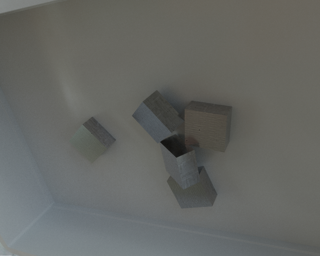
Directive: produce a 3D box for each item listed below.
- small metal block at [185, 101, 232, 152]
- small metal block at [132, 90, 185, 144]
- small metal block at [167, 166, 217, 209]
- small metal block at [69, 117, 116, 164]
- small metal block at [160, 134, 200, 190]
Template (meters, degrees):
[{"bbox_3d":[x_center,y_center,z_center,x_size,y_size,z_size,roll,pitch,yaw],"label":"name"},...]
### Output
[{"bbox_3d":[0.058,-0.002,0.377,0.050,0.025,0.050,11,123,22],"label":"small metal block"},{"bbox_3d":[-0.003,-0.013,0.389,0.050,0.025,0.050,47,154,0],"label":"small metal block"},{"bbox_3d":[0.046,0.085,0.437,0.050,0.025,0.050,-14,111,34],"label":"small metal block"},{"bbox_3d":[-0.104,0.019,0.476,0.050,0.025,0.050,45,129,-4],"label":"small metal block"},{"bbox_3d":[0.025,0.043,0.404,0.050,0.025,0.050,41,149,57],"label":"small metal block"}]
